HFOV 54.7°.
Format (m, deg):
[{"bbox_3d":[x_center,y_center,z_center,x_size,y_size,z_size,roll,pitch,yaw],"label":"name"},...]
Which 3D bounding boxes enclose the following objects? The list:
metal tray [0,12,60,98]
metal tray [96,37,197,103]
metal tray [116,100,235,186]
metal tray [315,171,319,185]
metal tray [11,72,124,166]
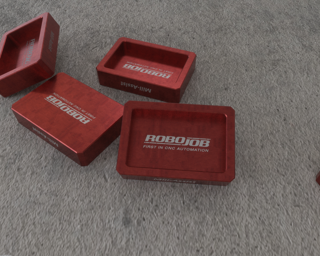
[{"bbox_3d":[-0.204,-0.115,0.473,0.090,0.030,0.130,-21,49,12],"label":"metal tray"},{"bbox_3d":[-0.019,-0.091,0.476,0.130,0.030,0.090,16,52,13],"label":"metal tray"},{"bbox_3d":[0.020,0.017,0.365,0.131,0.030,0.090,4,70,3],"label":"metal tray"},{"bbox_3d":[0.248,0.084,0.331,0.091,0.030,0.130,-16,52,-14],"label":"metal tray"},{"bbox_3d":[-0.118,-0.017,0.413,0.130,0.030,0.090,29,56,22],"label":"metal tray"}]
